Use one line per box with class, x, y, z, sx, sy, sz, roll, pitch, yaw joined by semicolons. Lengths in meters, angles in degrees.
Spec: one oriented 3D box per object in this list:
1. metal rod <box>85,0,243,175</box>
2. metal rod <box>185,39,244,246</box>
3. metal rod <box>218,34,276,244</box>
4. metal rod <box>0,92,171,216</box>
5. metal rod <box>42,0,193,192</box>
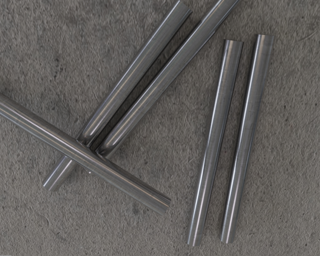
metal rod;-0.002;-0.053;0.389;0.025;0.025;0.299;37;106;-13
metal rod;0.070;0.033;0.422;0.025;0.025;0.298;7;110;-3
metal rod;0.113;0.028;0.420;0.025;0.025;0.298;4;110;-2
metal rod;-0.119;0.021;0.391;0.301;0.025;0.025;32;107;-2
metal rod;-0.063;-0.030;0.397;0.025;0.025;0.299;36;106;-12
